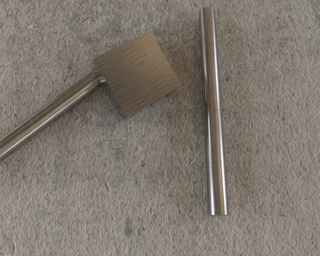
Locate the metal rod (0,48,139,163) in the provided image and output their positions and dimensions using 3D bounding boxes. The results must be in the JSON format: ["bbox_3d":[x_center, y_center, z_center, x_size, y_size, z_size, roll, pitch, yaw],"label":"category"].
[{"bbox_3d":[-0.131,-0.033,0.418,0.301,0.025,0.025,-40,75,-14],"label":"metal rod"}]

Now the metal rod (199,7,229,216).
[{"bbox_3d":[0.071,-0.036,0.422,0.025,0.025,0.299,0,70,0],"label":"metal rod"}]

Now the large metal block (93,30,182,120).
[{"bbox_3d":[-0.031,-0.066,0.405,0.080,0.050,0.080,-31,92,-13],"label":"large metal block"}]
